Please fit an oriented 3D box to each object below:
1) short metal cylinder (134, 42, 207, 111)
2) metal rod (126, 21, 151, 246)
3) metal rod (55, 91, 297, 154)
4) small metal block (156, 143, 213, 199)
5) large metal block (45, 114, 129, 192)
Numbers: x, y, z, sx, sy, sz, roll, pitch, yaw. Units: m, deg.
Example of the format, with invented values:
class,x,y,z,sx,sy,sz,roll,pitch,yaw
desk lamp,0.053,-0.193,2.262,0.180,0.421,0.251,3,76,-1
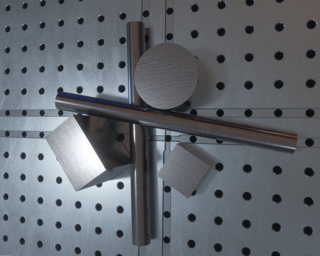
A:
class,x,y,z,sx,sy,sz,roll,pitch,yaw
short metal cylinder,0.015,-0.062,0.393,0.080,0.050,0.079,0,90,19
metal rod,-0.029,0.007,0.422,0.025,0.025,0.298,-2,89,19
metal rod,0.010,-0.009,0.388,0.301,0.025,0.025,11,94,11
small metal block,0.032,0.054,0.401,0.050,0.025,0.050,35,101,16
large metal block,-0.090,0.030,0.413,0.050,0.080,0.080,-36,79,16
